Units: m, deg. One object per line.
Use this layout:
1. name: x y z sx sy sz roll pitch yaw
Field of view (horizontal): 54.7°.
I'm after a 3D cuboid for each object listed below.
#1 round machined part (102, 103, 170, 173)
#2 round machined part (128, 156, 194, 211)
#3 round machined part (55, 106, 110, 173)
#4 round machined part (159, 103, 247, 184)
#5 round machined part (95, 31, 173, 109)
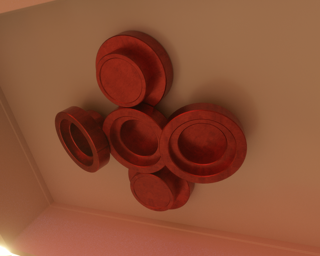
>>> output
1. round machined part: -0.024 0.009 0.413 0.098 0.042 0.097 13 124 21
2. round machined part: -0.004 0.081 0.448 0.098 0.042 0.097 13 124 21
3. round machined part: -0.104 0.012 0.448 0.098 0.042 0.097 28 135 32
4. round machined part: 0.050 0.014 0.367 0.098 0.042 0.097 4 118 7
5. round machined part: -0.038 -0.064 0.376 0.098 0.042 0.097 13 124 21
